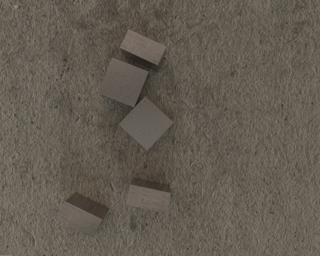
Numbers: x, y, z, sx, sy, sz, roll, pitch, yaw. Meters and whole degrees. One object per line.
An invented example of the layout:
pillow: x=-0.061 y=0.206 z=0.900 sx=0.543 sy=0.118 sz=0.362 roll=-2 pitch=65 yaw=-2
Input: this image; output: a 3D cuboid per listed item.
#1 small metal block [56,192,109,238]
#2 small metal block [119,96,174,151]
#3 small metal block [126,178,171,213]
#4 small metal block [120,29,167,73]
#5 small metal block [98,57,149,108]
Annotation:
small metal block: x=-0.097 y=0.110 z=0.397 sx=0.050 sy=0.050 sz=0.025 roll=26 pitch=90 yaw=0
small metal block: x=-0.018 y=-0.006 z=0.410 sx=0.050 sy=0.025 sz=0.050 roll=43 pitch=90 yaw=0
small metal block: x=-0.014 y=0.085 z=0.397 sx=0.050 sy=0.050 sz=0.025 roll=12 pitch=90 yaw=0
small metal block: x=-0.020 y=-0.097 z=0.397 sx=0.050 sy=0.050 sz=0.025 roll=25 pitch=90 yaw=0
small metal block: x=-0.047 y=-0.058 z=0.409 sx=0.050 sy=0.025 sz=0.050 roll=22 pitch=90 yaw=0
